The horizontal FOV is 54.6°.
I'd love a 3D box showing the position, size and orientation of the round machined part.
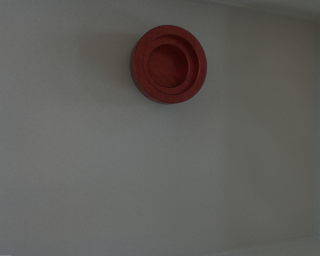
[{"bbox_3d":[0.008,-0.079,0.404,0.099,0.042,0.097,0,90,-20],"label":"round machined part"}]
